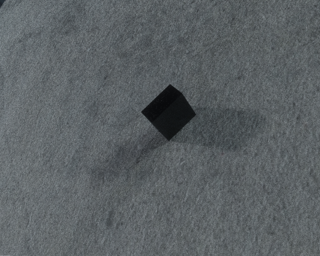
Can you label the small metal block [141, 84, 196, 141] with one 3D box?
[{"bbox_3d":[0.012,-0.019,0.394,0.050,0.050,0.025,-44,51,-2],"label":"small metal block"}]
